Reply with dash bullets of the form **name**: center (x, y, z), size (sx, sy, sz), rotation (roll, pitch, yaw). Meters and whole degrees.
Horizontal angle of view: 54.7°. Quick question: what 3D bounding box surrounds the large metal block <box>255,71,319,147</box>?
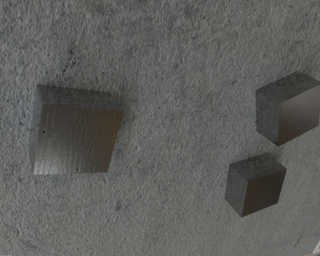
- **large metal block**: center (0.198, -0.030, 0.480), size (0.080, 0.050, 0.080), rotation (-25, 128, -13)

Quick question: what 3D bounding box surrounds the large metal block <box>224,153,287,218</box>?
- **large metal block**: center (0.165, 0.099, 0.542), size (0.081, 0.050, 0.079), rotation (-14, 124, -21)

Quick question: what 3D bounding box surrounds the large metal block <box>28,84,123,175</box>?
- **large metal block**: center (-0.095, 0.003, 0.340), size (0.081, 0.050, 0.079), rotation (3, 117, -30)
